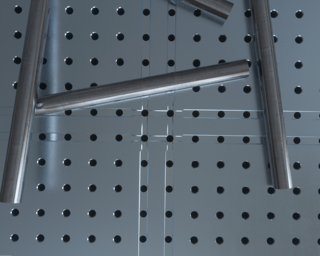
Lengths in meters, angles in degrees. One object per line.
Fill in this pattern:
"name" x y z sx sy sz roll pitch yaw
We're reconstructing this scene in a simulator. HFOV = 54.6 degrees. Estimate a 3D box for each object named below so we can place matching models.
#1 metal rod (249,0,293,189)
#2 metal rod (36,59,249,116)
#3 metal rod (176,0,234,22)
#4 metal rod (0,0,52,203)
"metal rod" 0.145 -0.069 0.414 0.025 0.025 0.298 -7 90 0
"metal rod" -0.033 -0.053 0.413 0.302 0.025 0.025 -10 90 0
"metal rod" -0.045 -0.215 0.412 0.301 0.025 0.025 24 90 0
"metal rod" -0.165 -0.059 0.390 0.025 0.025 0.299 5 81 0
